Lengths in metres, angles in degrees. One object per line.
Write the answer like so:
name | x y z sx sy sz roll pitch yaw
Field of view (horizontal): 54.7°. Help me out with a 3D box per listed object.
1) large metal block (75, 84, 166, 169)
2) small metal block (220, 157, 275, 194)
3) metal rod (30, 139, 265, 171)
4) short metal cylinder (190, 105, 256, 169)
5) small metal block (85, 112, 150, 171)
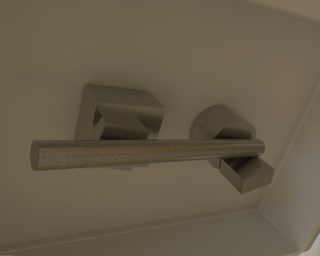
large metal block | -0.049 -0.001 0.363 0.081 0.050 0.079 3 117 -30
small metal block | 0.119 0.059 0.428 0.050 0.050 0.025 -14 124 -21
metal rod | 0.018 0.025 0.342 0.302 0.025 0.025 1 118 -38
short metal cylinder | 0.091 0.013 0.450 0.081 0.050 0.079 -14 125 -21
small metal block | -0.047 0.015 0.327 0.050 0.025 0.050 14 111 -34
